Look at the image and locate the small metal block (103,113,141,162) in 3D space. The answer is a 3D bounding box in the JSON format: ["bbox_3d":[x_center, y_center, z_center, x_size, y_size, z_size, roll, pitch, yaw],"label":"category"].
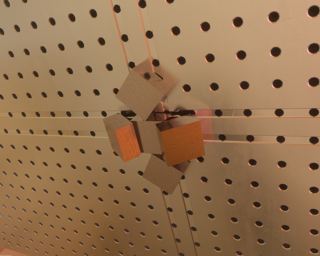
[{"bbox_3d":[-0.053,0.012,0.431,0.050,0.025,0.050,34,143,55],"label":"small metal block"}]

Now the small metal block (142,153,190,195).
[{"bbox_3d":[0.008,0.060,0.444,0.050,0.025,0.050,31,129,10],"label":"small metal block"}]

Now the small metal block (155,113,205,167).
[{"bbox_3d":[0.026,0.015,0.389,0.050,0.025,0.050,-16,116,-9],"label":"small metal block"}]

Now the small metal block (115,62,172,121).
[{"bbox_3d":[-0.021,-0.046,0.395,0.050,0.025,0.050,40,129,2],"label":"small metal block"}]

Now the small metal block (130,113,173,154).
[{"bbox_3d":[-0.007,0.007,0.419,0.050,0.025,0.050,1,118,27],"label":"small metal block"}]
